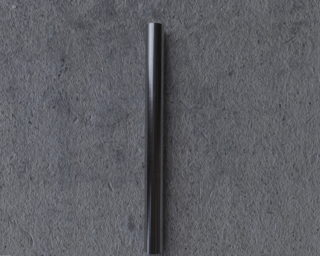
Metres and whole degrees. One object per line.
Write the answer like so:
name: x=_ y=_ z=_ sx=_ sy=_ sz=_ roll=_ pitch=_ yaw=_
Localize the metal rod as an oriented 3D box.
metal rod: x=-0.008 y=0.014 z=0.411 sx=0.025 sy=0.025 sz=0.298 roll=0 pitch=90 yaw=-1
